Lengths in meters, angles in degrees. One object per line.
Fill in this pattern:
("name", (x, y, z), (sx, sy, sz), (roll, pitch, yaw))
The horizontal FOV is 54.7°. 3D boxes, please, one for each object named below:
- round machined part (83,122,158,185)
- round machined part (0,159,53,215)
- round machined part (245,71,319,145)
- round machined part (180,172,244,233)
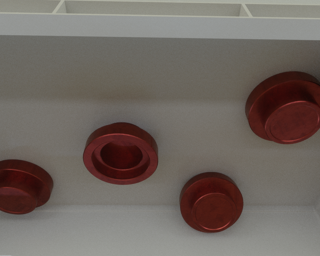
("round machined part", (-0.052, 0.031, 0.423), (0.099, 0.042, 0.097), (-1, 130, 0))
("round machined part", (-0.220, 0.097, 0.477), (0.099, 0.042, 0.097), (-1, 130, 0))
("round machined part", (0.160, -0.018, 0.385), (0.099, 0.042, 0.097), (0, 130, 0))
("round machined part", (0.081, 0.121, 0.479), (0.099, 0.042, 0.097), (0, 106, -1))
